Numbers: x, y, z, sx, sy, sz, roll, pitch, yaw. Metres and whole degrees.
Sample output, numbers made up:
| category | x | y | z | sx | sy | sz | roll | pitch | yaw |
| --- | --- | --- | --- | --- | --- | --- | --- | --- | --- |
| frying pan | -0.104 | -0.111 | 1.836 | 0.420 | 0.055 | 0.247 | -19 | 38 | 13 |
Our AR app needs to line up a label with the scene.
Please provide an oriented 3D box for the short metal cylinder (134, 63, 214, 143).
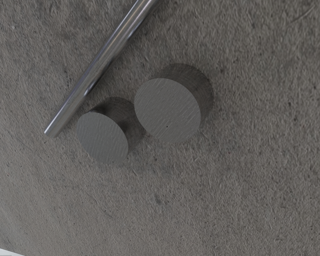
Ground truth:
| category | x | y | z | sx | sy | sz | roll | pitch | yaw |
| --- | --- | --- | --- | --- | --- | --- | --- | --- | --- |
| short metal cylinder | 0.017 | -0.030 | 0.363 | 0.080 | 0.050 | 0.079 | 13 | 124 | 21 |

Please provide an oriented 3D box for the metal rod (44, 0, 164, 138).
| category | x | y | z | sx | sy | sz | roll | pitch | yaw |
| --- | --- | --- | --- | --- | --- | --- | --- | --- | --- |
| metal rod | -0.087 | -0.070 | 0.409 | 0.025 | 0.025 | 0.299 | 46 | 129 | -4 |

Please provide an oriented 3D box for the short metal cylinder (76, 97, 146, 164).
| category | x | y | z | sx | sy | sz | roll | pitch | yaw |
| --- | --- | --- | --- | --- | --- | --- | --- | --- | --- |
| short metal cylinder | -0.067 | 0.003 | 0.428 | 0.080 | 0.050 | 0.079 | 13 | 124 | 21 |
